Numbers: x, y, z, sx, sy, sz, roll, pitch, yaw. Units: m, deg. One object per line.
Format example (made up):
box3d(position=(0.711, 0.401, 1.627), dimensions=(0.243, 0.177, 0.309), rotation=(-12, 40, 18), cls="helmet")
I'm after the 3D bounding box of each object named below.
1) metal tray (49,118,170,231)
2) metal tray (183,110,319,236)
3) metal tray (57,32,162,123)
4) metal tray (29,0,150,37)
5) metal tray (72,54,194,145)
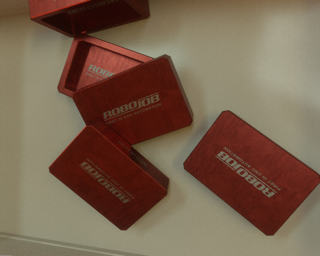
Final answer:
box3d(position=(-0.064, 0.062, 0.400), dimensions=(0.130, 0.030, 0.090), rotation=(42, 110, -8), cls="metal tray")
box3d(position=(0.106, 0.050, 0.370), dimensions=(0.130, 0.030, 0.090), rotation=(38, 102, 15), cls="metal tray")
box3d(position=(-0.071, -0.070, 0.431), dimensions=(0.130, 0.030, 0.089), rotation=(23, 97, 18), cls="metal tray")
box3d(position=(-0.090, -0.159, 0.406), dimensions=(0.130, 0.090, 0.030), rotation=(-8, 88, 19), cls="metal tray")
box3d(position=(-0.033, -0.028, 0.396), dimensions=(0.130, 0.030, 0.090), rotation=(-19, 106, 14), cls="metal tray")
